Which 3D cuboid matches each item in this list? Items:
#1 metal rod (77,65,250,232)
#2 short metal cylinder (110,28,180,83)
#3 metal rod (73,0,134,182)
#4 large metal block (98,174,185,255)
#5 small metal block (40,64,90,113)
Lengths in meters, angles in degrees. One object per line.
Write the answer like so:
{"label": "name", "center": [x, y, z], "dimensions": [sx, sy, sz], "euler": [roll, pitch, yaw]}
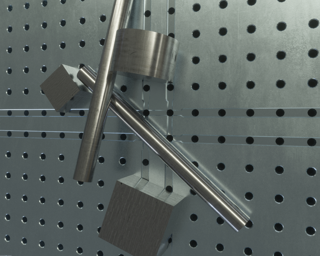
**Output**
{"label": "metal rod", "center": [-0.005, 0.018, 0.414], "dimensions": [0.300, 0.025, 0.025], "euler": [43, 103, 14]}
{"label": "short metal cylinder", "center": [-0.019, -0.088, 0.390], "dimensions": [0.080, 0.080, 0.050], "euler": [11, 94, 19]}
{"label": "metal rod", "center": [-0.070, -0.078, 0.414], "dimensions": [0.025, 0.025, 0.298], "euler": [10, 85, 19]}
{"label": "large metal block", "center": [-0.023, 0.117, 0.407], "dimensions": [0.080, 0.050, 0.080], "euler": [21, 97, 18]}
{"label": "small metal block", "center": [-0.142, -0.058, 0.463], "dimensions": [0.050, 0.025, 0.050], "euler": [-39, 78, 16]}
